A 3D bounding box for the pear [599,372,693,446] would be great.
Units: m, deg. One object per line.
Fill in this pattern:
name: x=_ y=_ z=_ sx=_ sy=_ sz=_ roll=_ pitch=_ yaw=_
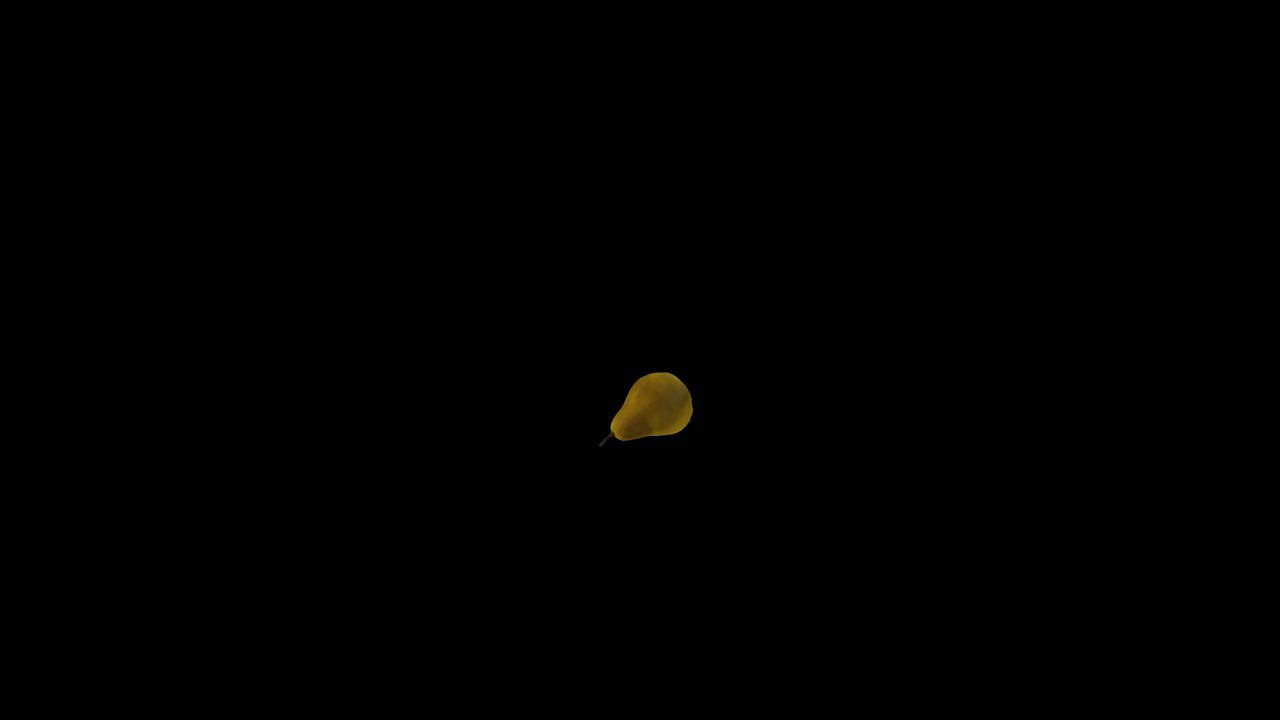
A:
pear: x=0.003 y=0.060 z=0.682 sx=0.111 sy=0.080 sz=0.080 roll=-27 pitch=14 yaw=-30
